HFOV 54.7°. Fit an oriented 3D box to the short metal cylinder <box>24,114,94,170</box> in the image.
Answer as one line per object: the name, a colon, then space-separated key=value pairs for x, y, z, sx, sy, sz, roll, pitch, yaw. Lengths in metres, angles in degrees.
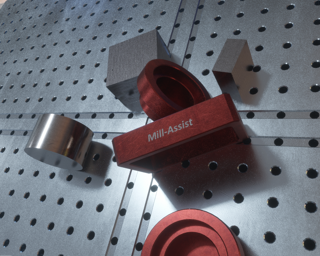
short metal cylinder: x=-0.139 y=0.021 z=0.433 sx=0.080 sy=0.080 sz=0.050 roll=0 pitch=62 yaw=28

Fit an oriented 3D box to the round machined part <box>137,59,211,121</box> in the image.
round machined part: x=0.014 y=-0.037 z=0.387 sx=0.042 sy=0.099 sz=0.098 roll=-49 pitch=43 yaw=36

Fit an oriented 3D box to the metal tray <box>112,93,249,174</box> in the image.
metal tray: x=0.026 y=0.012 z=0.342 sx=0.130 sy=0.090 sz=0.030 roll=-22 pitch=70 yaw=15

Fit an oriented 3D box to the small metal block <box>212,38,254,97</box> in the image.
small metal block: x=0.093 y=-0.076 z=0.390 sx=0.025 sy=0.050 sz=0.050 roll=15 pitch=70 yaw=34

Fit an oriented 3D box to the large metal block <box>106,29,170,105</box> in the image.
large metal block: x=-0.030 y=-0.090 z=0.463 sx=0.080 sy=0.050 sz=0.080 roll=-15 pitch=55 yaw=20

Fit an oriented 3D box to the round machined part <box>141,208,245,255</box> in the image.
round machined part: x=0.034 y=0.132 z=0.299 sx=0.098 sy=0.042 sz=0.098 roll=-13 pitch=56 yaw=21
